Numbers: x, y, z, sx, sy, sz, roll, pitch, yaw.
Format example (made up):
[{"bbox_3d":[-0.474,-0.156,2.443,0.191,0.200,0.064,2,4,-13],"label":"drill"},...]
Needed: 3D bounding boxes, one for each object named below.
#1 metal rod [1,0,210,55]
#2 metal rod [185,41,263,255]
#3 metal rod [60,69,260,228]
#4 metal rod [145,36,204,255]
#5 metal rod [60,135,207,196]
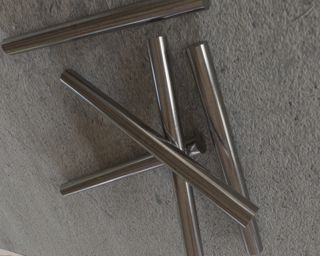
[{"bbox_3d":[-0.087,-0.123,0.376,0.300,0.025,0.025,-2,117,29],"label":"metal rod"},{"bbox_3d":[0.086,0.041,0.386,0.025,0.025,0.298,-6,116,31],"label":"metal rod"},{"bbox_3d":[-0.018,0.009,0.371,0.300,0.025,0.025,36,131,24],"label":"metal rod"},{"bbox_3d":[0.022,0.040,0.385,0.025,0.025,0.298,-2,107,29],"label":"metal rod"},{"bbox_3d":[-0.060,0.067,0.479,0.299,0.025,0.025,-22,106,36],"label":"metal rod"}]
